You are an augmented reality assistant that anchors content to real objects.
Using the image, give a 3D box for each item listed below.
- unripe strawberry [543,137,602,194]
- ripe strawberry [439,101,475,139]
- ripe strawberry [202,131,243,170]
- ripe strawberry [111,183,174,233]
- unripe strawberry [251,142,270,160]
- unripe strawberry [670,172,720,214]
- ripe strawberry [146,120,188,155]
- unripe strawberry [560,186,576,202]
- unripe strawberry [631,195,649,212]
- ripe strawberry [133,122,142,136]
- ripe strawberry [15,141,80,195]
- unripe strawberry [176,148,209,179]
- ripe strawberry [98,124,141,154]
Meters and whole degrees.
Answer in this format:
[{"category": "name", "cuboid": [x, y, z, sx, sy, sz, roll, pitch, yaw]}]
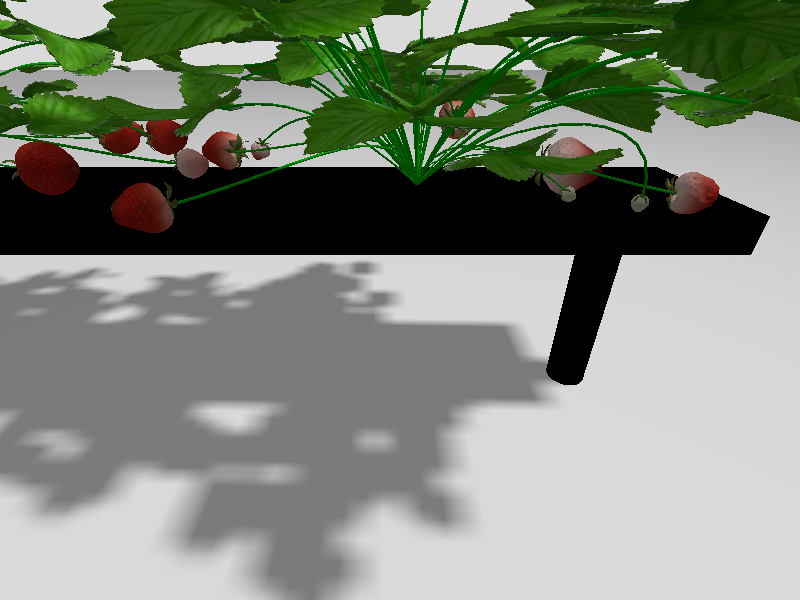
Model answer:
[{"category": "unripe strawberry", "cuboid": [0.139, -0.107, 0.321, 0.045, 0.043, 0.041, 5, 32, 8]}, {"category": "ripe strawberry", "cuboid": [0.077, -0.245, 0.542, 0.048, 0.050, 0.052, 8, 32, 12]}, {"category": "ripe strawberry", "cuboid": [-0.171, -0.144, 0.386, 0.035, 0.035, 0.038, 8, 32, 14]}, {"category": "ripe strawberry", "cuboid": [-0.158, -0.055, 0.245, 0.031, 0.031, 0.034, -19, 36, -27]}, {"category": "unripe strawberry", "cuboid": [-0.148, -0.158, 0.425, 0.019, 0.018, 0.021, -46, -3, 42]}, {"category": "unripe strawberry", "cuboid": [0.202, -0.073, 0.275, 0.028, 0.029, 0.025, 13, 34, 19]}, {"category": "ripe strawberry", "cuboid": [-0.264, -0.188, 0.457, 0.041, 0.040, 0.038, -22, 38, -33]}, {"category": "unripe strawberry", "cuboid": [0.131, -0.081, 0.310, 0.011, 0.011, 0.011, -49, 4, 37]}, {"category": "unripe strawberry", "cuboid": [0.169, -0.067, 0.282, 0.011, 0.011, 0.011, 14, 34, 22]}, {"category": "ripe strawberry", "cuboid": [-0.348, -0.221, 0.523, 0.021, 0.024, 0.023, 12, 17, 19]}, {"category": "ripe strawberry", "cuboid": [-0.279, -0.106, 0.322, 0.042, 0.041, 0.039, 4, 32, 6]}, {"category": "unripe strawberry", "cuboid": [-0.188, -0.125, 0.366, 0.026, 0.026, 0.025, -3, 32, -6]}, {"category": "ripe strawberry", "cuboid": [-0.321, -0.190, 0.460, 0.039, 0.041, 0.042, 23, 38, 32]}]
